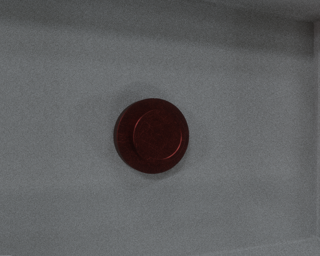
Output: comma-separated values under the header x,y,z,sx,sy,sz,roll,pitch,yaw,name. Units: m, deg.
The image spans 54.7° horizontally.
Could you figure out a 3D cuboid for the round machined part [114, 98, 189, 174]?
x,y,z,sx,sy,sz,roll,pitch,yaw,name
-0.007,0.010,0.396,0.099,0.042,0.097,0,90,-21,round machined part
